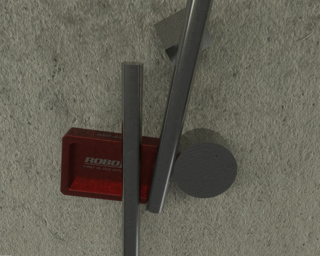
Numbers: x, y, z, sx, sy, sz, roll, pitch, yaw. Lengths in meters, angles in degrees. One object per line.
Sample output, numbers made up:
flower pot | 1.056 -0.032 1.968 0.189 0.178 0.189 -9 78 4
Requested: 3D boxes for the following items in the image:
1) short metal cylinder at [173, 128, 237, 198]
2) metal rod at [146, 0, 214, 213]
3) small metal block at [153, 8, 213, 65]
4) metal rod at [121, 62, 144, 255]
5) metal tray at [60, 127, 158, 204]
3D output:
short metal cylinder | 0.057 0.046 0.414 0.081 0.050 0.079 0 110 -1
metal rod | 0.019 -0.025 0.351 0.025 0.025 0.298 9 116 -4
small metal block | 0.026 -0.107 0.354 0.050 0.050 0.025 -26 142 8
metal rod | -0.037 0.067 0.401 0.025 0.025 0.298 2 110 -1
metal tray | -0.065 0.053 0.425 0.131 0.030 0.089 7 110 -3
